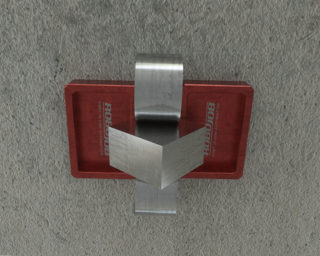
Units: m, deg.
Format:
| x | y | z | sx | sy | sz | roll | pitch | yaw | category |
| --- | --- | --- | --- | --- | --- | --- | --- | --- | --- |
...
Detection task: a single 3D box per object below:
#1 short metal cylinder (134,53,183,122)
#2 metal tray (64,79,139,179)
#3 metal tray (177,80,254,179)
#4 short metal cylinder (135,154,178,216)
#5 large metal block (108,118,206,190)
| x | y | z | sx | sy | sz | roll | pitch | yaw | category |
| --- | --- | --- | --- | --- | --- | --- | --- | --- | --- |
| -0.002 | -0.047 | 0.364 | 0.050 | 0.080 | 0.079 | 2 | 110 | -1 | short metal cylinder |
| -0.073 | 0.003 | 0.409 | 0.091 | 0.030 | 0.129 | 1 | 110 | -1 | metal tray |
| 0.068 | 0.004 | 0.411 | 0.091 | 0.030 | 0.129 | 1 | 110 | -1 | metal tray |
| -0.005 | 0.075 | 0.409 | 0.050 | 0.080 | 0.079 | 2 | 110 | -1 | short metal cylinder |
| -0.003 | 0.021 | 0.367 | 0.080 | 0.081 | 0.050 | 18 | 116 | 36 | large metal block |
